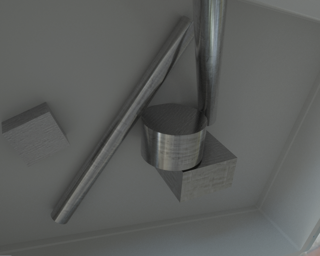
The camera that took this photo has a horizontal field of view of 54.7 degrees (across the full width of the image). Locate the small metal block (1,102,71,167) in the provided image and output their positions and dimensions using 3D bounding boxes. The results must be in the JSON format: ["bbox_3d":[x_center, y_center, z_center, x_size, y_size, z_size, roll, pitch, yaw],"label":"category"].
[{"bbox_3d":[-0.135,0.007,0.340,0.050,0.025,0.050,-28,128,-11],"label":"small metal block"}]

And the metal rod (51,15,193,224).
[{"bbox_3d":[-0.048,-0.002,0.382,0.025,0.025,0.299,27,104,-38],"label":"metal rod"}]

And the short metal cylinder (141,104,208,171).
[{"bbox_3d":[0.016,0.009,0.389,0.081,0.080,0.050,-11,123,-23],"label":"short metal cylinder"}]

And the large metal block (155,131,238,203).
[{"bbox_3d":[0.046,0.048,0.430,0.081,0.080,0.050,-11,124,-23],"label":"large metal block"}]

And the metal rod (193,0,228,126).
[{"bbox_3d":[0.048,-0.064,0.302,0.025,0.025,0.300,-35,160,-5],"label":"metal rod"}]
